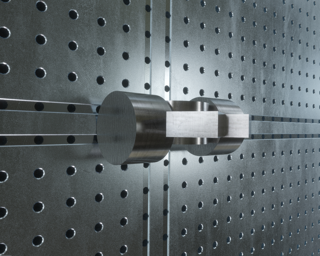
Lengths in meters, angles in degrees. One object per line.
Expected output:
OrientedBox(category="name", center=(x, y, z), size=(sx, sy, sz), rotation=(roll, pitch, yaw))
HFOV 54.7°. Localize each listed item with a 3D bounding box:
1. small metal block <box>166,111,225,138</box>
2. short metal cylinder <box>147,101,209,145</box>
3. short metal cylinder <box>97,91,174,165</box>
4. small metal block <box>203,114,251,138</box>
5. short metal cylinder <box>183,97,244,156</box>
OrientedBox(category="small metal block", center=(0.038, -0.003, 0.319), size=(0.050, 0.050, 0.025), rotation=(1, 90, -72))
OrientedBox(category="short metal cylinder", center=(0.021, -0.006, 0.391), size=(0.081, 0.080, 0.050), rotation=(1, 89, -40))
OrientedBox(category="short metal cylinder", center=(-0.029, 0.000, 0.348), size=(0.050, 0.080, 0.080), rotation=(1, 89, -40))
OrientedBox(category="small metal block", center=(0.078, -0.002, 0.359), size=(0.050, 0.050, 0.025), rotation=(1, 90, -71))
OrientedBox(category="short metal cylinder", center=(0.071, -0.002, 0.432), size=(0.050, 0.080, 0.080), rotation=(1, 90, -39))
